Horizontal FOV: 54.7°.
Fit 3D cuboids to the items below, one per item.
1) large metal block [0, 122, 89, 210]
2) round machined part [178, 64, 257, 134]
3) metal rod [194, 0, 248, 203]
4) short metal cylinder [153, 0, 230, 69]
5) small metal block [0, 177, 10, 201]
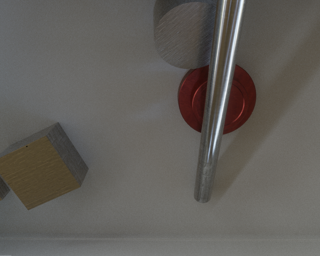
[{"bbox_3d":[-0.156,0.050,0.414,0.080,0.050,0.080,-25,109,8],"label":"large metal block"},{"bbox_3d":[0.073,-0.035,0.390,0.099,0.042,0.097,0,110,-1],"label":"round machined part"},{"bbox_3d":[0.061,-0.011,0.350,0.025,0.025,0.298,-1,133,0],"label":"metal rod"},{"bbox_3d":[0.033,-0.112,0.340,0.081,0.050,0.080,-2,139,-1],"label":"short metal cylinder"},{"bbox_3d":[-0.254,0.085,0.439,0.050,0.025,0.050,-24,109,8],"label":"small metal block"}]
